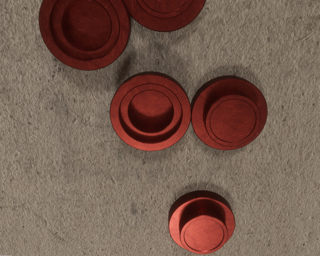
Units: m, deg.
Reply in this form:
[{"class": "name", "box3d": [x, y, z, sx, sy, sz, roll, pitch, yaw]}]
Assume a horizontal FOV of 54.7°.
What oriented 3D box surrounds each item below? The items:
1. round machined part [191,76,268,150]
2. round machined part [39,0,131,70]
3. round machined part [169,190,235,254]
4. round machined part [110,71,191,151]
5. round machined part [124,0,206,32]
[{"class": "round machined part", "box3d": [0.089, -0.015, 0.397, 0.099, 0.042, 0.097, 0, 110, -1]}, {"class": "round machined part", "box3d": [-0.082, -0.118, 0.356, 0.099, 0.042, 0.097, 0, 110, 0]}, {"class": "round machined part", "box3d": [0.062, 0.144, 0.455, 0.099, 0.042, 0.097, 0, 110, -1]}, {"class": "round machined part", "box3d": [-0.011, -0.023, 0.392, 0.099, 0.042, 0.097, 0, 110, -1]}, {"class": "round machined part", "box3d": [0.005, -0.157, 0.343, 0.099, 0.042, 0.097, 0, 110, -1]}]
